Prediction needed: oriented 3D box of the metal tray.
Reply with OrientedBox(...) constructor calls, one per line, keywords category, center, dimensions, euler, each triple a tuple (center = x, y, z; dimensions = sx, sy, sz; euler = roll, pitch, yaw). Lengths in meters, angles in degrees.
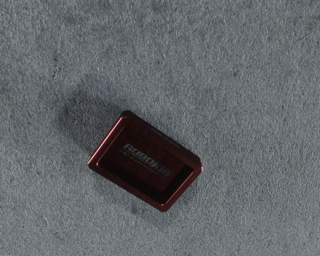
OrientedBox(category="metal tray", center=(-0.019, 0.047, 0.426), dimensions=(0.130, 0.030, 0.090), euler=(34, 106, -12))
